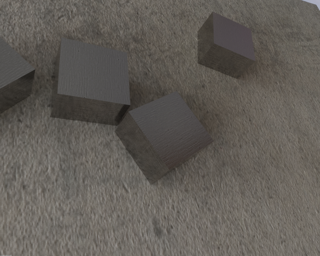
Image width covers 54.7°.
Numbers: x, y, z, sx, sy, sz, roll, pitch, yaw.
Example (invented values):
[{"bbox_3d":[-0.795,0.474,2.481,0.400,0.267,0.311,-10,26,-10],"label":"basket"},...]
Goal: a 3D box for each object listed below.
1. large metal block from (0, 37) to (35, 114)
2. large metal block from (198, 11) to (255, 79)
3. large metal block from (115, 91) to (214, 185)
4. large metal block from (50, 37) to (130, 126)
[{"bbox_3d":[-0.192,-0.054,0.318,0.080,0.050,0.080,43,51,1],"label":"large metal block"},{"bbox_3d":[0.113,-0.143,0.539,0.081,0.050,0.080,17,55,-19],"label":"large metal block"},{"bbox_3d":[0.005,0.010,0.386,0.081,0.050,0.080,-27,77,-37],"label":"large metal block"},{"bbox_3d":[-0.085,-0.054,0.376,0.081,0.050,0.080,8,58,-25],"label":"large metal block"}]
